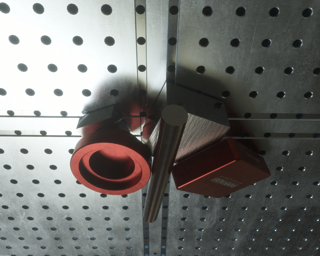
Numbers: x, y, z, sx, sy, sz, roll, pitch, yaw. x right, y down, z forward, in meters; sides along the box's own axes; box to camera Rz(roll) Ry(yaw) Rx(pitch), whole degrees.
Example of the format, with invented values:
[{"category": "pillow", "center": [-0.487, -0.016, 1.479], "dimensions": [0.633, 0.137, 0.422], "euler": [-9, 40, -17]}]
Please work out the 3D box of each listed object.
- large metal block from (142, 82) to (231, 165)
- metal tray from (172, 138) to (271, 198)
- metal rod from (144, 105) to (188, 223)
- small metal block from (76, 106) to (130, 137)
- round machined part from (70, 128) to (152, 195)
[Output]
[{"category": "large metal block", "center": [0.029, -0.001, 0.391], "dimensions": [0.081, 0.050, 0.079], "euler": [18, 128, -15]}, {"category": "metal tray", "center": [0.087, 0.060, 0.423], "dimensions": [0.090, 0.030, 0.131], "euler": [-31, 149, 24]}, {"category": "metal rod", "center": [-0.001, 0.070, 0.414], "dimensions": [0.025, 0.025, 0.298], "euler": [5, 146, -4]}, {"category": "small metal block", "center": [-0.074, 0.004, 0.410], "dimensions": [0.050, 0.025, 0.050], "euler": [-17, 128, 14]}, {"category": "round machined part", "center": [-0.059, 0.039, 0.392], "dimensions": [0.099, 0.042, 0.097], "euler": [2, 131, 2]}]
